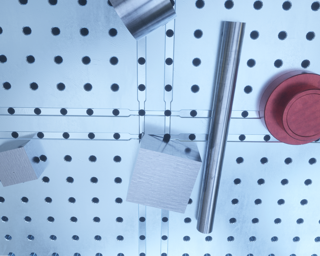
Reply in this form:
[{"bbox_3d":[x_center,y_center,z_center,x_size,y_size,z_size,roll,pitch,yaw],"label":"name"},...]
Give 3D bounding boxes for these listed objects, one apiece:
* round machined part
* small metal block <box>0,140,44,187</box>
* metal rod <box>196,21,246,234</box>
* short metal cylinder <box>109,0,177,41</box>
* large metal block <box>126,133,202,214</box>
[{"bbox_3d":[0.184,-0.022,0.399,0.099,0.042,0.097,0,110,-1],"label":"round machined part"},{"bbox_3d":[-0.198,0.049,0.429,0.050,0.025,0.050,-13,110,4],"label":"small metal block"},{"bbox_3d":[0.079,0.013,0.419,0.025,0.025,0.298,4,110,-2],"label":"metal rod"},{"bbox_3d":[-0.023,-0.142,0.332,0.050,0.080,0.080,-29,108,10],"label":"short metal cylinder"},{"bbox_3d":[0.004,0.061,0.423,0.081,0.050,0.079,14,109,-6],"label":"large metal block"}]
